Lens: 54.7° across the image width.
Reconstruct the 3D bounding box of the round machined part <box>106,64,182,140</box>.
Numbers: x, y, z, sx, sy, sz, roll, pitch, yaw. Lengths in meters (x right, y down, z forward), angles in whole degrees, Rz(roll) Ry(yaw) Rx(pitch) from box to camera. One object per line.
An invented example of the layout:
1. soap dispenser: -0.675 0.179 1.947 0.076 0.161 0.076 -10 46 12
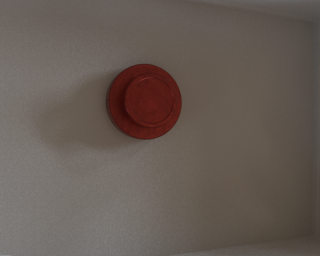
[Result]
1. round machined part: -0.017 -0.034 0.396 0.099 0.042 0.097 0 90 -21
